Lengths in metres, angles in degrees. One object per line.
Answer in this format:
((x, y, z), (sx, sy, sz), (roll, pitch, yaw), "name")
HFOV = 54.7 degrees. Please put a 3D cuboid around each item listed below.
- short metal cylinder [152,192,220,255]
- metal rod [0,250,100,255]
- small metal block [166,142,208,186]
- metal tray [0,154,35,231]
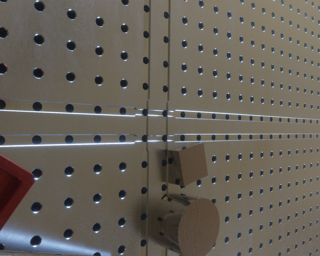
((0.037, 0.132, 0.426), (0.081, 0.050, 0.079), (0, 91, -40), "short metal cylinder")
((-0.138, 0.114, 0.256), (0.301, 0.025, 0.025), (32, 70, -48), "metal rod")
((0.040, 0.050, 0.445), (0.050, 0.025, 0.050), (-15, 100, -39), "small metal block")
((-0.185, 0.044, 0.251), (0.130, 0.030, 0.090), (44, 63, -31), "metal tray")
